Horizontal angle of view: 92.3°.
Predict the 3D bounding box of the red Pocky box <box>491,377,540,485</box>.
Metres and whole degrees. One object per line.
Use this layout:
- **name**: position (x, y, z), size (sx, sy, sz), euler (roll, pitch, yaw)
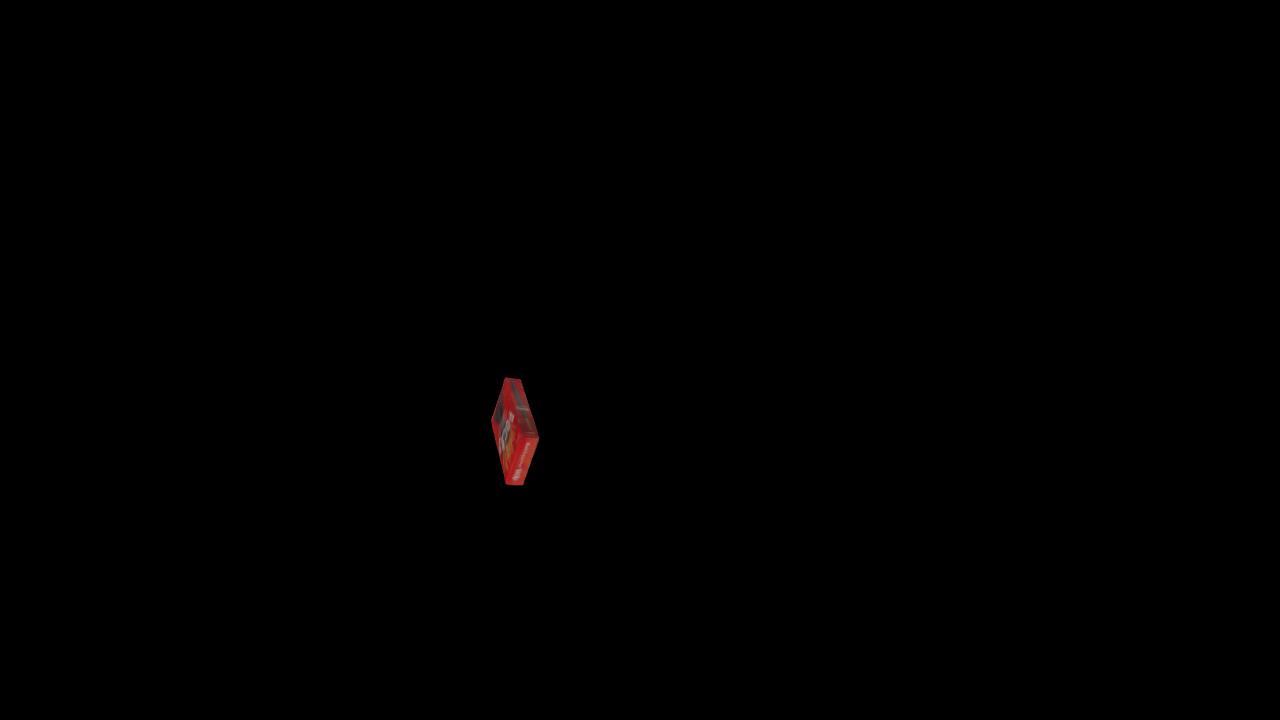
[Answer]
- **red Pocky box**: position (-0.179, 0.097, 0.870), size (0.028, 0.083, 0.155), euler (12, 24, -27)
